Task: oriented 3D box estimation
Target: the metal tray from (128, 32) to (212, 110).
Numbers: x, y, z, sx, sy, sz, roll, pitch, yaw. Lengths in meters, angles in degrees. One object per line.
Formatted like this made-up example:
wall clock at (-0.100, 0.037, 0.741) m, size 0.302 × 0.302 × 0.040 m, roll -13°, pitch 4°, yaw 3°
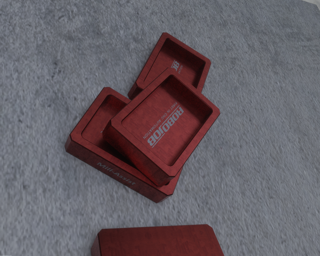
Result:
metal tray at (0.019, -0.075, 0.457) m, size 0.090 × 0.030 × 0.130 m, roll 30°, pitch 52°, yaw -10°

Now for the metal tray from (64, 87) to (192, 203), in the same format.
metal tray at (-0.033, 0.019, 0.372) m, size 0.130 × 0.030 × 0.090 m, roll 32°, pitch 51°, yaw -8°

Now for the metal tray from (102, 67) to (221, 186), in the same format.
metal tray at (0.007, -0.007, 0.370) m, size 0.090 × 0.030 × 0.131 m, roll 42°, pitch 51°, yaw 0°

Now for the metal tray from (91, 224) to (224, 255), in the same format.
metal tray at (0.006, 0.142, 0.299) m, size 0.131 × 0.030 × 0.090 m, roll 6°, pitch 39°, yaw -25°
